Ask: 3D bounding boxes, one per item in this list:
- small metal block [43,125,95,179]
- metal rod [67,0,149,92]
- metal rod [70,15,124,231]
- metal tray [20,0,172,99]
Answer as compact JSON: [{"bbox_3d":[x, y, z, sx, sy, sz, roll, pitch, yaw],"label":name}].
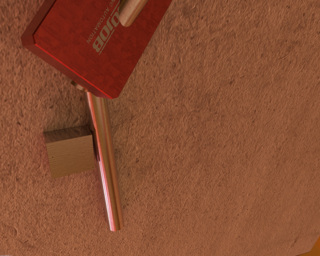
[{"bbox_3d":[-0.107,0.028,0.367,0.050,0.025,0.050,-11,124,-23],"label":"small metal block"},{"bbox_3d":[0.006,-0.159,0.270,0.025,0.025,0.299,26,107,-38],"label":"metal rod"},{"bbox_3d":[-0.070,0.018,0.380,0.025,0.025,0.298,-16,125,-20],"label":"metal rod"},{"bbox_3d":[-0.050,-0.103,0.283,0.090,0.030,0.130,37,75,-39],"label":"metal tray"}]
